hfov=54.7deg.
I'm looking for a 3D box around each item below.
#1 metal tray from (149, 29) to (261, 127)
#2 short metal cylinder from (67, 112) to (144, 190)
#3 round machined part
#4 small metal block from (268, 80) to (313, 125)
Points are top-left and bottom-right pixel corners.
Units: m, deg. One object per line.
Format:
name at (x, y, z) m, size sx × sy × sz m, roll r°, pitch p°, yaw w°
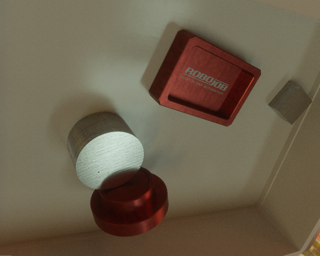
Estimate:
metal tray at (0.061, -0.059, 0.403) m, size 0.131 × 0.030 × 0.089 m, roll 15°, pitch 110°, yaw -35°
short metal cylinder at (-0.066, 0.027, 0.374) m, size 0.081 × 0.050 × 0.079 m, roll -14°, pitch 125°, yaw -21°
round machined part at (-0.040, 0.085, 0.394) m, size 0.099 × 0.098 × 0.042 m, roll -18°, pitch 123°, yaw -19°
small metal block at (0.212, -0.040, 0.502) m, size 0.050 × 0.025 × 0.050 m, roll 32°, pitch 100°, yaw -39°
